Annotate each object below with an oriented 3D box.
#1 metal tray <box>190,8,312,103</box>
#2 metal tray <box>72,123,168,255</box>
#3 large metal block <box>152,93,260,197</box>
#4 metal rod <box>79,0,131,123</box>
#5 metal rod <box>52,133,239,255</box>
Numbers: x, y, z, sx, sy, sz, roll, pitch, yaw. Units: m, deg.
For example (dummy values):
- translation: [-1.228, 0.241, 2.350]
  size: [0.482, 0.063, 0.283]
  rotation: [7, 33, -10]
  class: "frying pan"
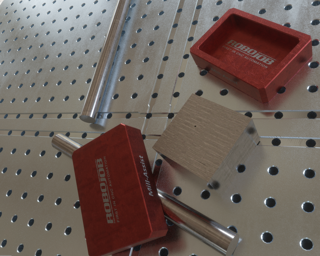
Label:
- translation: [0.114, -0.100, 0.405]
  size: [0.090, 0.030, 0.130]
  rotation: [-46, 51, -4]
  class: "metal tray"
- translation: [-0.051, 0.071, 0.357]
  size: [0.090, 0.030, 0.130]
  rotation: [-29, 64, 25]
  class: "metal tray"
- translation: [0.053, 0.018, 0.353]
  size: [0.080, 0.050, 0.080]
  rotation: [29, 77, 37]
  class: "large metal block"
- translation: [-0.086, -0.145, 0.539]
  size: [0.025, 0.025, 0.299]
  rotation: [-4, 60, 26]
  class: "metal rod"
- translation: [-0.042, 0.067, 0.387]
  size: [0.300, 0.025, 0.025]
  rotation: [23, 74, 36]
  class: "metal rod"
